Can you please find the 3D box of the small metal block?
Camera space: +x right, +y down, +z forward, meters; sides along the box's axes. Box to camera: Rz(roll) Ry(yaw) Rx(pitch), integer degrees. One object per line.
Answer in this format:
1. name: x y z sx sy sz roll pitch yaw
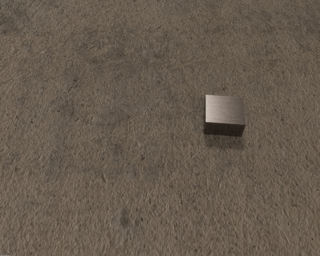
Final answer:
1. small metal block: 0.086 -0.017 0.419 0.050 0.025 0.050 4 50 3
